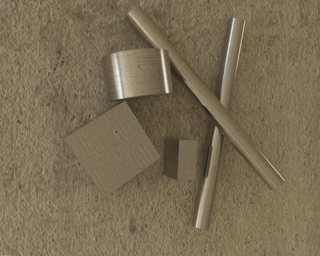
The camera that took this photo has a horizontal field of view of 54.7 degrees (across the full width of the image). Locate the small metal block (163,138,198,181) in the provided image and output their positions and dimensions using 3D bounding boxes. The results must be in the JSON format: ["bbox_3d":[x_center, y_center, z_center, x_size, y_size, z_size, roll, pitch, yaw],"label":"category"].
[{"bbox_3d":[0.025,0.040,0.406,0.025,0.050,0.050,3,89,-20],"label":"small metal block"}]

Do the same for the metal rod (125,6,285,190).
[{"bbox_3d":[0.063,-0.036,0.411,0.025,0.025,0.300,-43,96,-15],"label":"metal rod"}]

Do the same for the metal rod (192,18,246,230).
[{"bbox_3d":[0.085,-0.009,0.441,0.025,0.025,0.298,12,86,-20],"label":"metal rod"}]

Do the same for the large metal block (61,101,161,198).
[{"bbox_3d":[-0.060,0.023,0.374,0.080,0.050,0.080,-35,102,-17],"label":"large metal block"}]

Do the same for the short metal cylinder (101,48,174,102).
[{"bbox_3d":[-0.027,-0.061,0.371,0.081,0.080,0.050,-9,93,-20],"label":"short metal cylinder"}]
